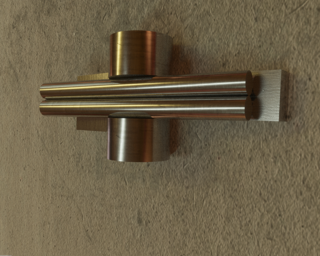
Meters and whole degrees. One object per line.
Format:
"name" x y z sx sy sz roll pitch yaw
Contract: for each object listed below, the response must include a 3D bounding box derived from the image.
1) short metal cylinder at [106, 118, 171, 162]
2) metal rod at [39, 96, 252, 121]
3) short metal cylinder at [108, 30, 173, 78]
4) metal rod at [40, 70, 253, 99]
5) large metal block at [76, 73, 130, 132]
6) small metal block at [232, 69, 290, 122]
"short metal cylinder" -0.027 0.013 0.393 0.080 0.081 0.050 2 92 40
"metal rod" -0.041 -0.024 0.382 0.300 0.025 0.025 2 92 32
"short metal cylinder" -0.024 -0.087 0.390 0.080 0.081 0.050 2 92 40
"metal rod" -0.040 -0.049 0.381 0.300 0.025 0.025 2 92 32
"large metal block" -0.076 -0.036 0.453 0.080 0.050 0.079 3 92 40
"small metal block" 0.104 -0.033 0.321 0.050 0.025 0.050 4 93 40
